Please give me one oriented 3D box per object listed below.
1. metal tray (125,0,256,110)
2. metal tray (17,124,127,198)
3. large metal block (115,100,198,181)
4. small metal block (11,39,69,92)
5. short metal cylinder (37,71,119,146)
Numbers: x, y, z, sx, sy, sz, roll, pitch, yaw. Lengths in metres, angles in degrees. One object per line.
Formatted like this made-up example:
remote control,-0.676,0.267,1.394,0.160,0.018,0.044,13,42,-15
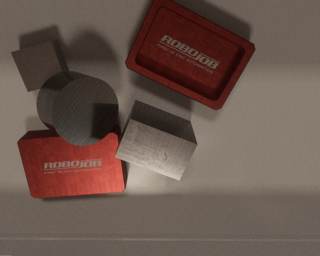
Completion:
metal tray,0.035,-0.089,0.376,0.131,0.030,0.089,24,108,-9
metal tray,-0.116,0.046,0.424,0.131,0.030,0.089,-4,110,1
large metal block,-0.005,0.012,0.386,0.080,0.080,0.050,21,109,-8
small metal block,-0.144,-0.077,0.381,0.050,0.025,0.050,-14,110,5
short metal cylinder,-0.097,-0.024,0.367,0.081,0.050,0.079,-15,114,-36
